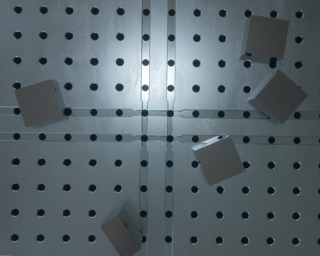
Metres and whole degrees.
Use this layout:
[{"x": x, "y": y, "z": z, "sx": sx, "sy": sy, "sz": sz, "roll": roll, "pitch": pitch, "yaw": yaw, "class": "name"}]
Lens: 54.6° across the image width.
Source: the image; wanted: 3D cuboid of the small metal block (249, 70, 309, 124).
[{"x": 0.157, "y": -0.040, "z": 0.414, "sx": 0.050, "sy": 0.025, "sz": 0.050, "roll": 41, "pitch": 90, "yaw": 0, "class": "small metal block"}]

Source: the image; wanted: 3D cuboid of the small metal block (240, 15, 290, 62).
[{"x": 0.139, "y": -0.119, "z": 0.414, "sx": 0.050, "sy": 0.025, "sz": 0.050, "roll": 9, "pitch": 90, "yaw": 0, "class": "small metal block"}]

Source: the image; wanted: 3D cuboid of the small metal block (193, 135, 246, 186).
[{"x": 0.078, "y": 0.043, "z": 0.414, "sx": 0.050, "sy": 0.025, "sz": 0.050, "roll": -23, "pitch": 90, "yaw": 0, "class": "small metal block"}]

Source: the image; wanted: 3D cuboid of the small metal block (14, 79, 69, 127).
[{"x": -0.157, "y": -0.032, "z": 0.412, "sx": 0.050, "sy": 0.025, "sz": 0.050, "roll": -17, "pitch": 90, "yaw": 0, "class": "small metal block"}]

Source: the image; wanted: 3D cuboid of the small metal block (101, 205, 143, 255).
[{"x": -0.048, "y": 0.134, "z": 0.401, "sx": 0.025, "sy": 0.050, "sz": 0.050, "roll": -33, "pitch": 90, "yaw": 0, "class": "small metal block"}]
